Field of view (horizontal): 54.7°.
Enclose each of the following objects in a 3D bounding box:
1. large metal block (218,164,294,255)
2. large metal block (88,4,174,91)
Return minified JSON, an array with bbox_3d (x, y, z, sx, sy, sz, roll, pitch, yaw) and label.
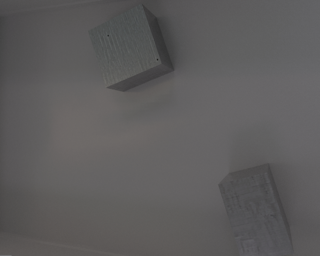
[{"bbox_3d":[0.107,0.088,0.343,0.050,0.080,0.080,-18,84,19],"label":"large metal block"},{"bbox_3d":[-0.037,-0.102,0.410,0.080,0.050,0.080,-20,84,19],"label":"large metal block"}]
